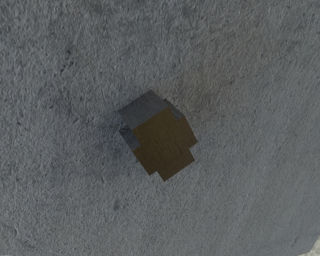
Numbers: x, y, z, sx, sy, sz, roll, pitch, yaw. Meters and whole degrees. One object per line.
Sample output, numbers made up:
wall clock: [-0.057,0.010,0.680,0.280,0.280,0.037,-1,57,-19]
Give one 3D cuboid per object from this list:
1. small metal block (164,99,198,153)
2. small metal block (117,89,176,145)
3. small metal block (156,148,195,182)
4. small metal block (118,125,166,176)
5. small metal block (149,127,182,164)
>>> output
small metal block: [0.018,-0.003,0.401,0.025,0.050,0.050,-35,129,-5]
small metal block: [-0.017,-0.015,0.375,0.050,0.050,0.025,-34,129,-6]
small metal block: [0.011,0.037,0.422,0.050,0.050,0.025,-34,129,-6]
small metal block: [-0.023,0.025,0.395,0.025,0.050,0.050,-35,129,-6]
small metal block: [-0.003,0.011,0.398,0.025,0.050,0.050,-35,129,-6]
